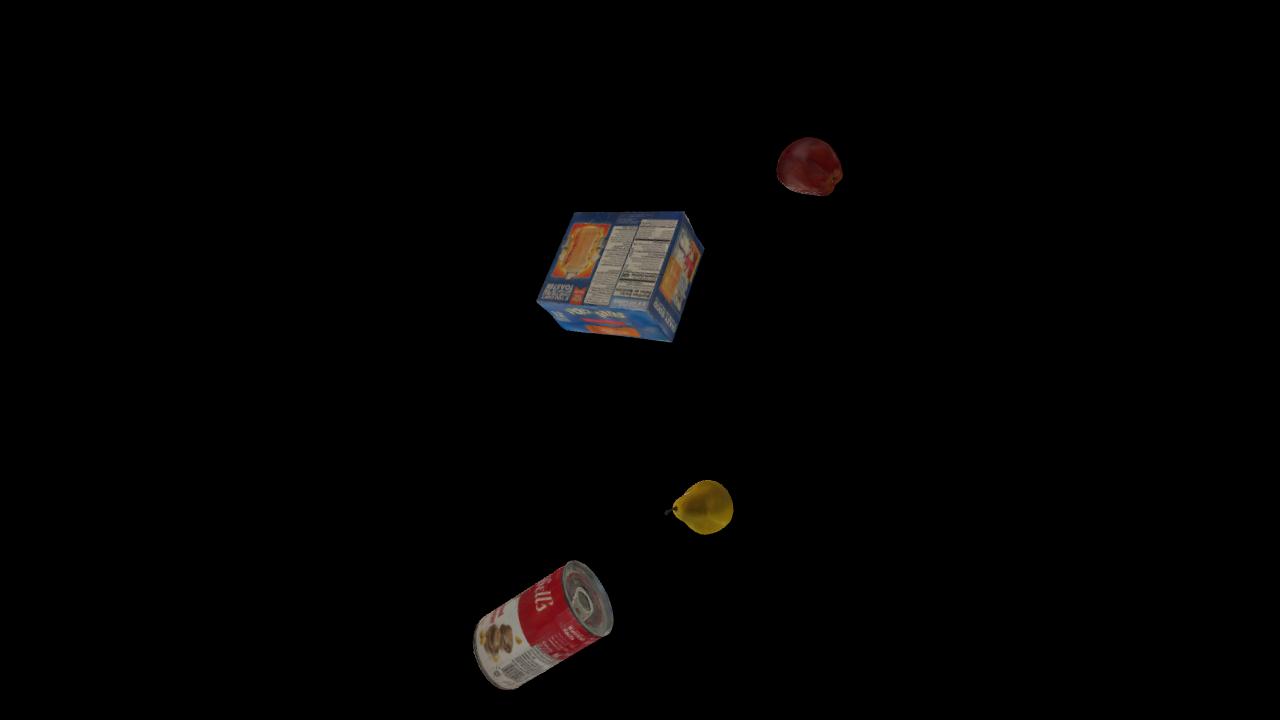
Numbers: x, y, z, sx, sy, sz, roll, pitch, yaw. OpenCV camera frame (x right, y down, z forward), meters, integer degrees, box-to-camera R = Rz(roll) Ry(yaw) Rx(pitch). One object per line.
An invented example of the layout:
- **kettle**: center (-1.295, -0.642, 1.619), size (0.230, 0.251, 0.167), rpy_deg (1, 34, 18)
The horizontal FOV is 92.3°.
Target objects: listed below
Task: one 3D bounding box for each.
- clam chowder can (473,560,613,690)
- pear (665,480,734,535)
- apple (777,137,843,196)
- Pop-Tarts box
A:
- **clam chowder can**: center (-0.083, 0.228, 0.528), size (0.102, 0.068, 0.068), rpy_deg (-36, -8, 11)
- **pear**: center (0.081, 0.207, 0.876), size (0.080, 0.080, 0.111), rpy_deg (0, -16, 43)
- **apple**: center (0.244, -0.278, 0.887), size (0.079, 0.079, 0.093), rpy_deg (0, 32, -45)
- **Pop-Tarts box**: center (-0.023, -0.108, 0.779), size (0.167, 0.141, 0.083), rpy_deg (7, -23, 31)
